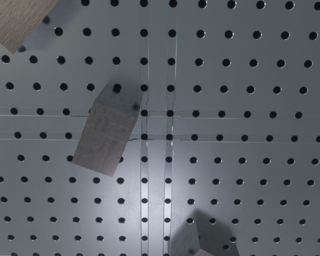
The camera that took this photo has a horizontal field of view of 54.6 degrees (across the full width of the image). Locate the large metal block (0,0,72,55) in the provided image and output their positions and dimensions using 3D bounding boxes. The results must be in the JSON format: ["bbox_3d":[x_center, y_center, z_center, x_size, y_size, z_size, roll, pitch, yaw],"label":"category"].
[{"bbox_3d":[-0.162,-0.142,0.346,0.080,0.050,0.080,-43,105,14],"label":"large metal block"}]

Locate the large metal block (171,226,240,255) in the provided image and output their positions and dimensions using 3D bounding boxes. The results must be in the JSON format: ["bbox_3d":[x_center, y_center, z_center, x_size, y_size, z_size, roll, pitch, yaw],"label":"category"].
[{"bbox_3d":[0.069,0.213,0.479,0.080,0.050,0.080,32,107,-11],"label":"large metal block"}]

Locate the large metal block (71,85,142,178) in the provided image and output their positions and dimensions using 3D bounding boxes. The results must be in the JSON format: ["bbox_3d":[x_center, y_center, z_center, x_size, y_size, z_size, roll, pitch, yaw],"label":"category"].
[{"bbox_3d":[-0.063,0.001,0.384,0.050,0.080,0.080,22,109,-8],"label":"large metal block"}]
